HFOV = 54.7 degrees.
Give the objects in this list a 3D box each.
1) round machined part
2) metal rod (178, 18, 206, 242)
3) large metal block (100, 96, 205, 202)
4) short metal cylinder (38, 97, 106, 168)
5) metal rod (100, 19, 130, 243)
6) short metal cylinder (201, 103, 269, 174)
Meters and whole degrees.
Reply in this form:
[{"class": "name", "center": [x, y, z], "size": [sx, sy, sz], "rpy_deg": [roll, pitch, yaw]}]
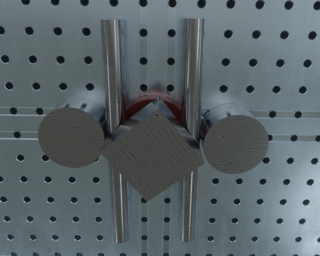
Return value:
[{"class": "round machined part", "center": [-0.008, 0.009, 0.408], "size": [0.099, 0.042, 0.097], "rpy_deg": [0, 110, 0]}, {"class": "metal rod", "center": [0.039, 0.017, 0.398], "size": [0.025, 0.025, 0.298], "rpy_deg": [0, 110, 0]}, {"class": "large metal block", "center": [-0.008, 0.024, 0.358], "size": [0.080, 0.050, 0.080], "rpy_deg": [-36, 106, 12]}, {"class": "short metal cylinder", "center": [-0.108, 0.004, 0.400], "size": [0.081, 0.050, 0.079], "rpy_deg": [0, 110, 0]}, {"class": "metal rod", "center": [-0.055, 0.019, 0.397], "size": [0.025, 0.025, 0.298], "rpy_deg": [0, 110, 0]}, {"class": "short metal cylinder", "center": [0.094, 0.013, 0.405], "size": [0.081, 0.050, 0.079], "rpy_deg": [0, 110, 0]}]
